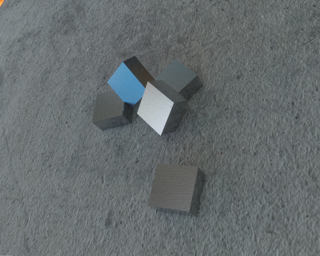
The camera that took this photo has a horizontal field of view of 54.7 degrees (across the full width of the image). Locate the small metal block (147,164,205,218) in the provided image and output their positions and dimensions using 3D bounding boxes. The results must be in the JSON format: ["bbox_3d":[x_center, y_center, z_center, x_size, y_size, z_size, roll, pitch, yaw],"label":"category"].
[{"bbox_3d":[0.019,0.070,0.351,0.050,0.025,0.050,1,62,28],"label":"small metal block"}]

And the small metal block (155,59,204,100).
[{"bbox_3d":[0.022,-0.060,0.429,0.050,0.025,0.050,-43,51,-3],"label":"small metal block"}]

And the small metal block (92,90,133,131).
[{"bbox_3d":[-0.069,-0.028,0.457,0.050,0.025,0.050,-13,56,22],"label":"small metal block"}]

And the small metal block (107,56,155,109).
[{"bbox_3d":[-0.038,-0.062,0.428,0.025,0.050,0.050,-41,2,-43],"label":"small metal block"}]

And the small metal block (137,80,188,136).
[{"bbox_3d":[0.002,-0.027,0.398,0.050,0.025,0.050,43,128,30],"label":"small metal block"}]
